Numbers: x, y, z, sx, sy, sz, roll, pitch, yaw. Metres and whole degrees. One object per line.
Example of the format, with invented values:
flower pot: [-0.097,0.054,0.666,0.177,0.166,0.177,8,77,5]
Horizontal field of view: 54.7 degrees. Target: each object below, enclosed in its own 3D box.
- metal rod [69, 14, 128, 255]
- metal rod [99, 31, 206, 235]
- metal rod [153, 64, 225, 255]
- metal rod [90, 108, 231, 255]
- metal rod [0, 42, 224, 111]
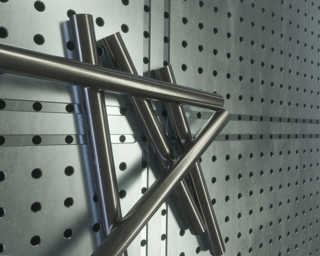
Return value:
metal rod: [-0.067,0.026,0.354,0.025,0.025,0.298,-13,98,-40]
metal rod: [-0.001,0.021,0.409,0.025,0.025,0.299,-38,113,-34]
metal rod: [0.047,0.056,0.450,0.025,0.025,0.298,-29,108,-37]
metal rod: [0.003,0.074,0.381,0.301,0.025,0.025,-46,118,-30]
metal rod: [-0.032,-0.049,0.352,0.302,0.025,0.025,6,86,-40]
